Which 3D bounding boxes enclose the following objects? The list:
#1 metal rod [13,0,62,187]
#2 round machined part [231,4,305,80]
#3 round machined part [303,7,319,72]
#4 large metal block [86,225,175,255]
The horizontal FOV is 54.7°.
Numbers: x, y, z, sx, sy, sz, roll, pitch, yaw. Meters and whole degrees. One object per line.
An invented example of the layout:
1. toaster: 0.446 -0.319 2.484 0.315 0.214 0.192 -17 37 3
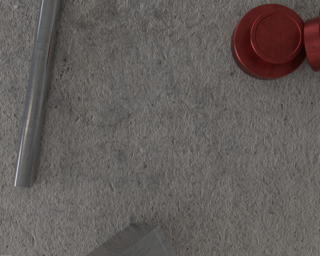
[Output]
1. metal rod: -0.158 -0.072 0.408 0.025 0.025 0.298 9 90 0
2. round machined part: 0.146 -0.114 0.403 0.099 0.042 0.097 0 90 0
3. round machined part: 0.211 -0.107 0.386 0.042 0.099 0.097 -6 90 41
4. large metal block: -0.039 0.159 0.367 0.081 0.080 0.050 -27 90 -34
